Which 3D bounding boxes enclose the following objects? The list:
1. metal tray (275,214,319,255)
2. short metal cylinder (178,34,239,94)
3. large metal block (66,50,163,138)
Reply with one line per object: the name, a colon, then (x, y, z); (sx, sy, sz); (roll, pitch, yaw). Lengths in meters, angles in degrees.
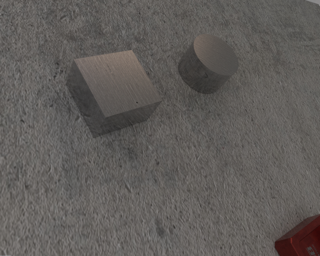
metal tray: (0.218, 0.189, 0.402); (0.091, 0.030, 0.130); (-16, 70, -34)
short metal cylinder: (0.076, -0.101, 0.490); (0.081, 0.050, 0.080); (14, 56, -21)
large metal block: (-0.058, -0.044, 0.384); (0.081, 0.050, 0.080); (-20, 73, -36)
